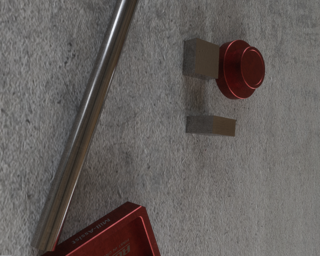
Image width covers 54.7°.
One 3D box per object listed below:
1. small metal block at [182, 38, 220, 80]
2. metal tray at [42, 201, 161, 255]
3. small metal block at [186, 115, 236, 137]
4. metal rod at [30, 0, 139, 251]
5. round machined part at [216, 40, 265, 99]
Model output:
[{"bbox_3d":[0.061,-0.101,0.458,0.050,0.025,0.050,5,87,-40],"label":"small metal block"},{"bbox_3d":[-0.063,0.155,0.350,0.131,0.030,0.089,-26,107,-37],"label":"metal tray"},{"bbox_3d":[0.074,-0.002,0.453,0.050,0.050,0.025,8,85,-40],"label":"small metal block"},{"bbox_3d":[-0.076,-0.021,0.341,0.025,0.025,0.299,26,74,-37],"label":"metal rod"},{"bbox_3d":[0.137,-0.097,0.511,0.099,0.042,0.097,0,90,-40],"label":"round machined part"}]
